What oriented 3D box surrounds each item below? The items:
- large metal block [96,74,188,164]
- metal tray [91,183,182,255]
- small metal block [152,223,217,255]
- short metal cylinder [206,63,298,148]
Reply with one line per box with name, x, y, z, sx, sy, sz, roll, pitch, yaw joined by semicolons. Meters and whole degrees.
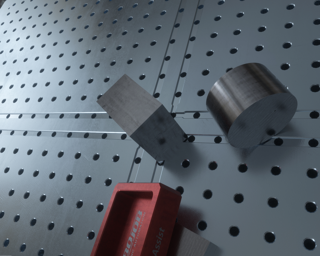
large metal block;-0.021;-0.011;0.391;0.050;0.080;0.080;-45;51;-3
metal tray;-0.033;0.124;0.324;0.090;0.030;0.130;-12;53;50
small metal block;0.022;0.130;0.317;0.050;0.025;0.050;19;72;35
short metal cylinder;0.098;-0.023;0.336;0.080;0.080;0.050;-32;52;7
